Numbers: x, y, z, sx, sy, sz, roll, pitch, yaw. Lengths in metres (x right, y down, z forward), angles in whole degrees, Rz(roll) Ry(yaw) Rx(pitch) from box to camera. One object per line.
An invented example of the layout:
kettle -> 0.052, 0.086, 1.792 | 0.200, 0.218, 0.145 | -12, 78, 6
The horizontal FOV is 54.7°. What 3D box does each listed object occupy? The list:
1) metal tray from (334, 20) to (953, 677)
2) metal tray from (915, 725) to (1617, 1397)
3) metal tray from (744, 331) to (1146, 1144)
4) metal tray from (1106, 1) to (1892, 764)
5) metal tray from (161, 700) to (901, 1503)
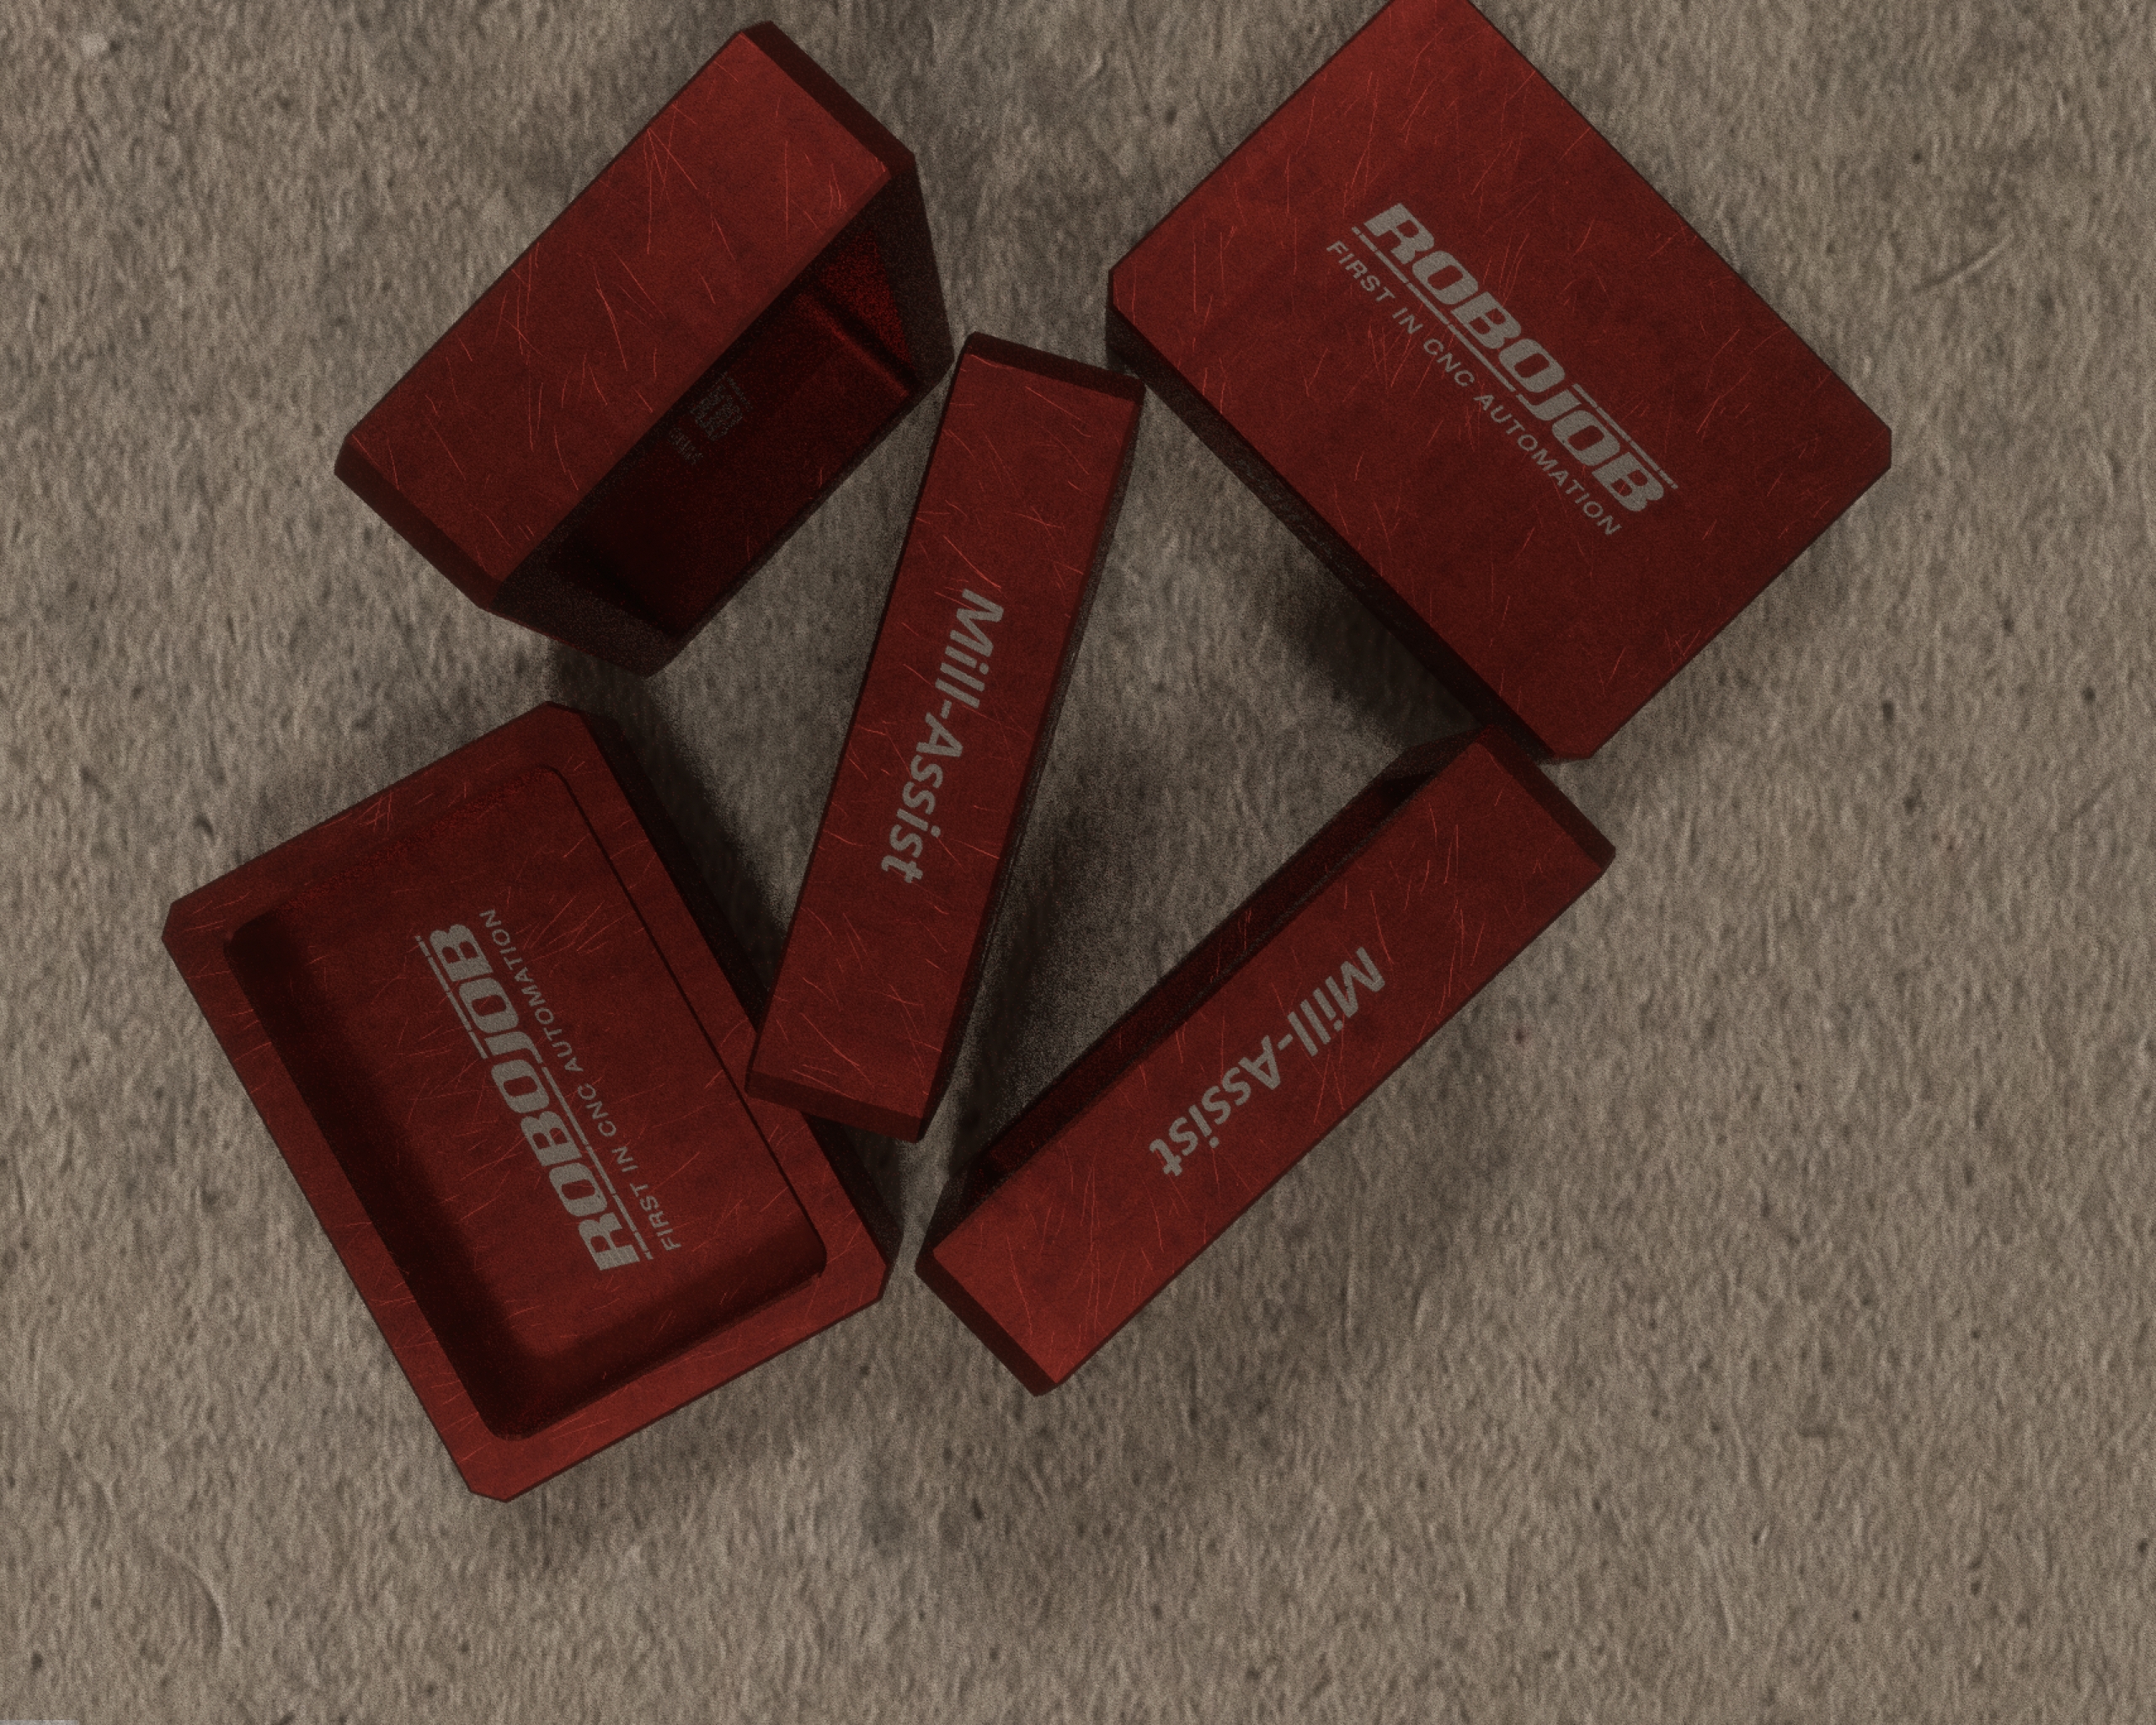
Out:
metal tray -> -0.065, -0.079, 0.358 | 0.030, 0.130, 0.090 | 44, 90, -1
metal tray -> 0.030, 0.032, 0.379 | 0.130, 0.090, 0.030 | -43, 90, 0
metal tray -> -0.022, -0.021, 0.378 | 0.030, 0.090, 0.129 | 17, 90, 0
metal tray -> 0.080, -0.094, 0.410 | 0.090, 0.030, 0.130 | -44, 91, 0
metal tray -> -0.104, 0.045, 0.407 | 0.090, 0.030, 0.130 | -29, 90, -1
